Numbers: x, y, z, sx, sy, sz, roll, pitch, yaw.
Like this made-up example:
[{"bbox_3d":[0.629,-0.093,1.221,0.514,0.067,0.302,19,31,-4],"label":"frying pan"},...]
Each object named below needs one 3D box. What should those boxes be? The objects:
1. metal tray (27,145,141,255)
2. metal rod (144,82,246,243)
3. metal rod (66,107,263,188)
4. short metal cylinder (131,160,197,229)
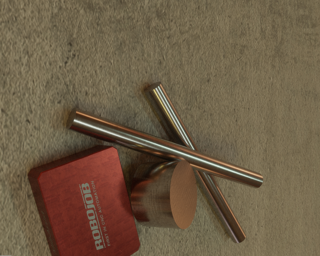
[{"bbox_3d":[-0.078,0.093,0.338,0.091,0.030,0.129,-20,103,-38],"label":"metal tray"},{"bbox_3d":[0.061,0.065,0.458,0.025,0.025,0.299,-46,118,-30],"label":"metal rod"},{"bbox_3d":[0.028,0.036,0.404,0.302,0.025,0.025,21,77,-30],"label":"metal rod"},{"bbox_3d":[0.007,0.081,0.379,0.080,0.050,0.080,19,68,-60],"label":"short metal cylinder"}]
